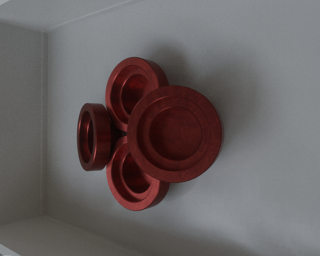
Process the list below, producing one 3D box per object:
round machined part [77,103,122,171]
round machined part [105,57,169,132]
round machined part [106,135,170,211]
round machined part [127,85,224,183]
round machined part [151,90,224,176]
[{"bbox_3d":[-0.088,0.013,0.453,0.098,0.042,0.097,-1,88,61],"label":"round machined part"},{"bbox_3d":[-0.025,-0.042,0.414,0.098,0.042,0.097,0,90,40],"label":"round machined part"},{"bbox_3d":[-0.023,0.057,0.412,0.098,0.042,0.097,0,90,40],"label":"round machined part"},{"bbox_3d":[0.018,0.006,0.328,0.098,0.042,0.097,0,90,18],"label":"round machined part"},{"bbox_3d":[0.025,0.006,0.359,0.098,0.042,0.097,0,89,17],"label":"round machined part"}]
